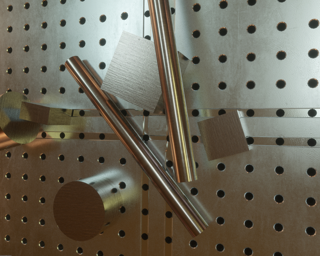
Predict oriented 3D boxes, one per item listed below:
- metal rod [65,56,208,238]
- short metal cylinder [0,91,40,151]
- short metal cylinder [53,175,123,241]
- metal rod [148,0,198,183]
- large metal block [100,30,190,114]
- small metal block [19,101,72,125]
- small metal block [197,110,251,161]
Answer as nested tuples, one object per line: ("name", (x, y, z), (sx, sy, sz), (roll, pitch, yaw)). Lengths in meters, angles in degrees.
("metal rod", (-0.039, 0.017, 0.426), (0.025, 0.025, 0.300), (-42, 77, 15))
("short metal cylinder", (-0.230, -0.010, 0.465), (0.050, 0.080, 0.080), (-15, 85, 19))
("short metal cylinder", (-0.100, 0.110, 0.435), (0.080, 0.050, 0.080), (0, 90, 20))
("metal rod", (0.007, -0.088, 0.356), (0.025, 0.025, 0.298), (-10, 87, 20))
("large metal block", (-0.019, -0.070, 0.406), (0.080, 0.050, 0.080), (26, 98, 18))
("small metal block", (-0.168, -0.021, 0.459), (0.050, 0.050, 0.025), (12, 94, 19))
("small metal block", (0.080, 0.010, 0.384), (0.050, 0.025, 0.050), (-18, 84, 19))
